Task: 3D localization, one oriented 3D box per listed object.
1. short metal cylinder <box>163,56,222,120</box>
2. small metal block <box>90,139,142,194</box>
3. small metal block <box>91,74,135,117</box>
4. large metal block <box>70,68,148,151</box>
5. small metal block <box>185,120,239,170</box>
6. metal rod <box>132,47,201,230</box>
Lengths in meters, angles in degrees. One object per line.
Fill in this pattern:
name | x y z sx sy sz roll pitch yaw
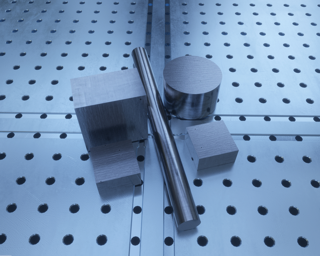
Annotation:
short metal cylinder | 0.044 -0.058 0.440 0.081 0.050 0.080 0 50 0
small metal block | -0.053 0.045 0.369 0.050 0.025 0.050 -12 51 -10
small metal block | -0.068 -0.048 0.447 0.050 0.025 0.050 -13 51 -12
large metal block | -0.061 -0.022 0.388 0.081 0.080 0.050 -12 51 -10
small metal block | 0.064 0.021 0.391 0.050 0.025 0.050 -11 51 -10
metal rod | -0.002 -0.011 0.416 0.025 0.025 0.300 -9 51 -8
